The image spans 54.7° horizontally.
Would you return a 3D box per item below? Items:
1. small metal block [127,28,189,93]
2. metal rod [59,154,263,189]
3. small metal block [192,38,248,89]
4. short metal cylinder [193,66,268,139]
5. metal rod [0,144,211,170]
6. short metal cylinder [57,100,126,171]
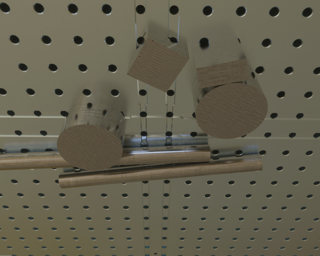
[{"bbox_3d":[-0.003,-0.075,0.348,0.050,0.025,0.050,23,127,-19],"label":"small metal block"},{"bbox_3d":[-0.002,0.065,0.467,0.302,0.025,0.025,-6,130,4],"label":"metal rod"},{"bbox_3d":[0.064,-0.071,0.335,0.050,0.050,0.025,-9,129,8],"label":"small metal block"},{"bbox_3d":[0.080,-0.033,0.368,0.081,0.050,0.079,0,131,0],"label":"short metal cylinder"},{"bbox_3d":[-0.080,0.042,0.446,0.302,0.025,0.025,-3,130,2],"label":"metal rod"},{"bbox_3d":[-0.087,0.010,0.403,0.081,0.050,0.079,0,130,0],"label":"short metal cylinder"}]
